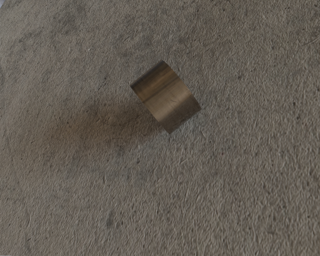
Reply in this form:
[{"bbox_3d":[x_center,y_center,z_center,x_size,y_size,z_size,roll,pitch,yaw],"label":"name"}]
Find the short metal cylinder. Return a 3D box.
[{"bbox_3d":[0.007,-0.038,0.389,0.050,0.080,0.080,-39,51,2],"label":"short metal cylinder"}]
